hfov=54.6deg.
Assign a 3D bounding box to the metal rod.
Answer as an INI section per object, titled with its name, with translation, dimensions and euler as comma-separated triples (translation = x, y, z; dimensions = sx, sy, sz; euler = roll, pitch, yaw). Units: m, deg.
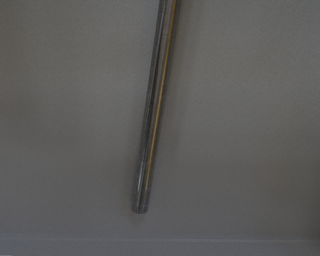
[metal rod]
translation = -0.008, -0.020, 0.403
dimensions = 0.025, 0.025, 0.298
euler = 8, 110, -3
